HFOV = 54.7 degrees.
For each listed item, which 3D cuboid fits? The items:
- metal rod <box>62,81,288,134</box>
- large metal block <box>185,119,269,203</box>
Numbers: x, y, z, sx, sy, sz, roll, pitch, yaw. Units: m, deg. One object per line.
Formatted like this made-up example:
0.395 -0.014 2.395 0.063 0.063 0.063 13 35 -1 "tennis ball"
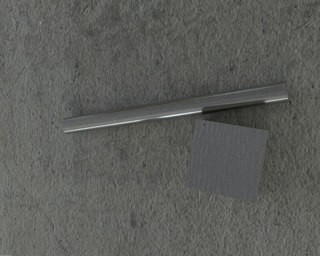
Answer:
0.005 -0.022 0.406 0.301 0.025 0.025 -8 88 19 "metal rod"
0.081 0.035 0.367 0.080 0.050 0.079 10 93 19 "large metal block"
